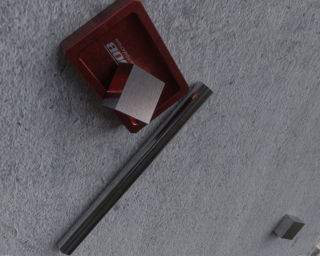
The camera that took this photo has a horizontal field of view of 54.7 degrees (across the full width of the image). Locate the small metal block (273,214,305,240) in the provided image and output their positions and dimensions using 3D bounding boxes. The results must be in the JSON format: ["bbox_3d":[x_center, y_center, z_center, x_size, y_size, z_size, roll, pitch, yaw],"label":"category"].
[{"bbox_3d":[0.299,0.229,0.717,0.050,0.025,0.050,22,106,-37],"label":"small metal block"}]

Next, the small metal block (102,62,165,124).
[{"bbox_3d":[-0.028,-0.038,0.339,0.050,0.025,0.050,25,86,-45],"label":"small metal block"}]

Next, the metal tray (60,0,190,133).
[{"bbox_3d":[-0.033,-0.065,0.346,0.090,0.030,0.130,-38,130,-3],"label":"metal tray"}]

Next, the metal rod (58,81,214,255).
[{"bbox_3d":[-0.036,0.058,0.424,0.299,0.025,0.025,-49,129,6],"label":"metal rod"}]
